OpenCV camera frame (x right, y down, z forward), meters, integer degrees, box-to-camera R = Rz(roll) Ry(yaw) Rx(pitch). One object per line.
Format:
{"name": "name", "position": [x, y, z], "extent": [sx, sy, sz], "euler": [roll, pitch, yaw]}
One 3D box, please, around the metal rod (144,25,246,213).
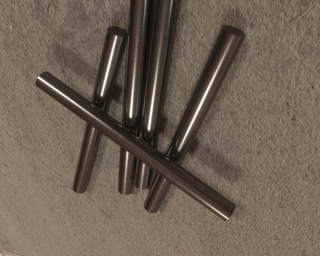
{"name": "metal rod", "position": [0.030, 0.014, 0.398], "extent": [0.025, 0.025, 0.298], "euler": [29, 128, 9]}

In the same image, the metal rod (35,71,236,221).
{"name": "metal rod", "position": [-0.034, 0.021, 0.402], "extent": [0.301, 0.025, 0.025], "euler": [35, 129, 4]}

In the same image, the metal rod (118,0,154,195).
{"name": "metal rod", "position": [-0.036, -0.024, 0.409], "extent": [0.025, 0.025, 0.298], "euler": [20, 126, 16]}

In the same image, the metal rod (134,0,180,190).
{"name": "metal rod", "position": [-0.008, -0.036, 0.387], "extent": [0.025, 0.025, 0.298], "euler": [20, 126, 16]}

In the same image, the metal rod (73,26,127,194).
{"name": "metal rod", "position": [-0.095, -0.004, 0.452], "extent": [0.025, 0.025, 0.298], "euler": [30, 128, 9]}
